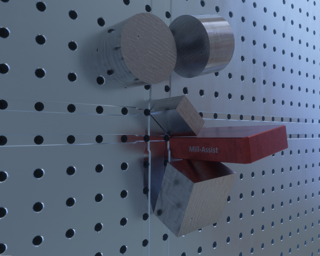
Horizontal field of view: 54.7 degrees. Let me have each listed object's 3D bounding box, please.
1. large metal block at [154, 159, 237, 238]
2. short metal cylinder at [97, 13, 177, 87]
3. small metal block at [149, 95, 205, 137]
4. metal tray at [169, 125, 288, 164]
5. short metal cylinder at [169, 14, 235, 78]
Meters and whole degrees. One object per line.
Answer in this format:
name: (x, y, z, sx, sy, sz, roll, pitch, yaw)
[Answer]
large metal block: (0.046, 0.088, 0.414, 0.081, 0.050, 0.079, -4, 117, -40)
short metal cylinder: (-0.027, -0.090, 0.370, 0.081, 0.050, 0.079, 0, 90, -40)
small metal block: (0.023, -0.014, 0.411, 0.050, 0.050, 0.025, 49, 58, -29)
metal tray: (0.087, 0.019, 0.413, 0.091, 0.130, 0.030, -12, 96, -40)
short metal cylinder: (0.052, -0.111, 0.417, 0.050, 0.080, 0.079, -19, 102, -39)
